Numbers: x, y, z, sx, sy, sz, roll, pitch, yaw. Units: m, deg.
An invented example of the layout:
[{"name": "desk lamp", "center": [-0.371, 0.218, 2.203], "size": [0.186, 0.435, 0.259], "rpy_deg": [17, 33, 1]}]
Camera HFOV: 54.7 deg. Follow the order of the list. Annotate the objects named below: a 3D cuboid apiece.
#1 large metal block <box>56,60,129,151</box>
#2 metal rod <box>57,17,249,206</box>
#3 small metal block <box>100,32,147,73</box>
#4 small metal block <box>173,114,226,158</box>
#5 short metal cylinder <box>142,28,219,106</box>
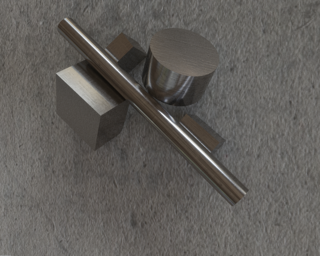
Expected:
[{"name": "large metal block", "center": [-0.090, -0.030, 0.409], "size": [0.080, 0.050, 0.080], "rpy_deg": [42, 144, 14]}, {"name": "metal rod", "center": [-0.018, -0.029, 0.363], "size": [0.300, 0.025, 0.025], "rpy_deg": [45, 104, 14]}, {"name": "small metal block", "center": [-0.050, -0.095, 0.414], "size": [0.050, 0.050, 0.025], "rpy_deg": [-40, 78, 15]}, {"name": "small metal block", "center": [0.049, 0.009, 0.376], "size": [0.050, 0.050, 0.025], "rpy_deg": [42, 103, 14]}, {"name": "short metal cylinder", "center": [0.023, -0.072, 0.366], "size": [0.080, 0.080, 0.050], "rpy_deg": [41, 144, 15]}]
